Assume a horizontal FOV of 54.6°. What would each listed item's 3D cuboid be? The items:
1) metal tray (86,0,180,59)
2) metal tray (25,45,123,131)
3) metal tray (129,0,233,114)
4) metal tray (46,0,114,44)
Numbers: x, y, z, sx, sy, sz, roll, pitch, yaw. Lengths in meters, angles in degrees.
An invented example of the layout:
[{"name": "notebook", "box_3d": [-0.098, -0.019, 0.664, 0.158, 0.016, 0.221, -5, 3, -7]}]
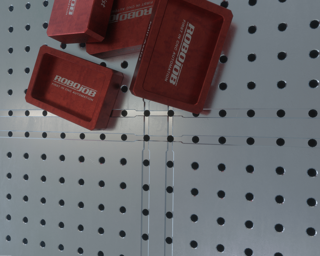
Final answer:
[{"name": "metal tray", "box_3d": [-0.040, -0.152, 0.425, 0.130, 0.030, 0.090, -6, 88, 20]}, {"name": "metal tray", "box_3d": [-0.128, -0.059, 0.455, 0.130, 0.030, 0.090, 22, 97, 18]}, {"name": "metal tray", "box_3d": [0.025, -0.091, 0.376, 0.091, 0.030, 0.129, 15, 96, -16]}, {"name": "metal tray", "box_3d": [-0.103, -0.184, 0.424, 0.090, 0.030, 0.129, 9, 85, 37]}]
